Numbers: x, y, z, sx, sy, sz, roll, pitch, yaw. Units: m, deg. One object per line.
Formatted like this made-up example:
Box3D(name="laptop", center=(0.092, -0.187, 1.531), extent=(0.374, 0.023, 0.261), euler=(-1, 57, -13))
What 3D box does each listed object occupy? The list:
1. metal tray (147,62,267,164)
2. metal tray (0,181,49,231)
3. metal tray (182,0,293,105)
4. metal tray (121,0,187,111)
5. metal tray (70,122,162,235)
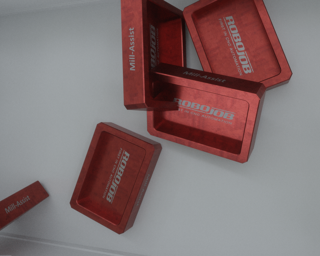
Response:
Box3D(name="metal tray", center=(0.048, -0.019, 0.363), extent=(0.130, 0.030, 0.089), euler=(17, 127, 23))
Box3D(name="metal tray", center=(-0.228, 0.128, 0.431), extent=(0.090, 0.130, 0.030), euler=(-35, 91, 16))
Box3D(name="metal tray", center=(0.091, -0.101, 0.375), extent=(0.090, 0.030, 0.129), euler=(-21, 83, 18))
Box3D(name="metal tray", center=(-0.004, -0.086, 0.373), extent=(0.030, 0.091, 0.129), euler=(-3, 88, 36))
Box3D(name="metal tray", center=(-0.062, 0.067, 0.428), extent=(0.090, 0.030, 0.129), euler=(23, 97, 18))
